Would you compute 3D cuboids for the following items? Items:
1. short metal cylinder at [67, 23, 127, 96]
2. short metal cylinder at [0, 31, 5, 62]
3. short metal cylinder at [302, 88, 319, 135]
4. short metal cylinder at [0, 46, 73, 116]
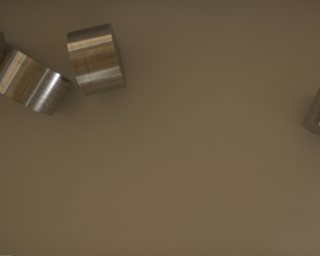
[{"bbox_3d":[-0.076,-0.084,0.383,0.050,0.080,0.080,-13,90,0],"label":"short metal cylinder"},{"bbox_3d":[-0.236,-0.094,0.381,0.081,0.080,0.050,1,90,-1],"label":"short metal cylinder"},{"bbox_3d":[0.229,-0.013,0.387,0.080,0.080,0.050,24,90,-1],"label":"short metal cylinder"},{"bbox_3d":[-0.157,-0.057,0.382,0.080,0.080,0.050,30,90,-1],"label":"short metal cylinder"}]
